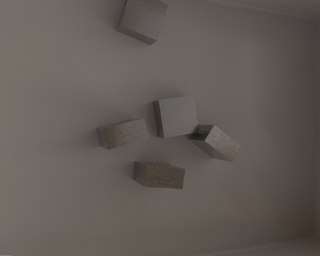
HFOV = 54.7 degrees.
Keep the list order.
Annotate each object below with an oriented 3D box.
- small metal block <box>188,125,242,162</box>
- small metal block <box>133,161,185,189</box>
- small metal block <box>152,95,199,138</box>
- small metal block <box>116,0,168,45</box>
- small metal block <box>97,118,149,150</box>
[{"bbox_3d":[0.074,0.020,0.424,0.050,0.050,0.025,37,78,-17],"label":"small metal block"},{"bbox_3d":[-0.002,0.060,0.396,0.050,0.050,0.025,8,88,-20],"label":"small metal block"},{"bbox_3d":[0.021,-0.015,0.418,0.050,0.025,0.050,-10,93,-20],"label":"small metal block"},{"bbox_3d":[-0.023,-0.143,0.401,0.050,0.025,0.050,18,84,-19],"label":"small metal block"},{"bbox_3d":[-0.047,0.006,0.380,0.050,0.050,0.025,-15,95,-19],"label":"small metal block"}]
